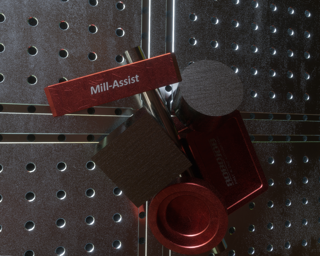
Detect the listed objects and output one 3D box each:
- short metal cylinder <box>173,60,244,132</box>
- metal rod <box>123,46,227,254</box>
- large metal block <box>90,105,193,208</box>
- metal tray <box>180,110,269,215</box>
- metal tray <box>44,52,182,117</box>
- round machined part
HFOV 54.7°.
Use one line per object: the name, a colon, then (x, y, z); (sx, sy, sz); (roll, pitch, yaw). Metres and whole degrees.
short metal cylinder: (0.060, -0.041, 0.402); (0.081, 0.050, 0.080); (3, 66, -7)
metal rod: (0.024, 0.035, 0.417); (0.025, 0.025, 0.299); (-27, 99, -18)
large metal block: (-0.022, 0.032, 0.368); (0.080, 0.050, 0.080); (-39, 104, 3)
metal tray: (0.091, 0.048, 0.440); (0.091, 0.030, 0.129); (-27, 99, -18)
metal tray: (-0.049, -0.047, 0.341); (0.131, 0.090, 0.030); (-17, 98, -5)
round machined part: (0.036, 0.108, 0.398); (0.098, 0.042, 0.097); (2, 104, 9)
